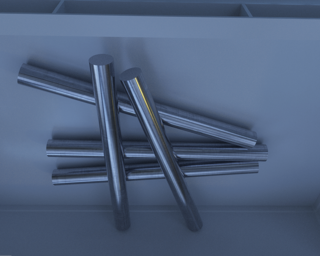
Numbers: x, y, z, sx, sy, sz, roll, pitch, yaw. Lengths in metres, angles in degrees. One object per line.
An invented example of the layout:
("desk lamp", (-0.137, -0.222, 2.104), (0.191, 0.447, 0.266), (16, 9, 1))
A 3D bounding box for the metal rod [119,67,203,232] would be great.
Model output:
("metal rod", (0.014, 0.051, 0.418), (0.025, 0.025, 0.299), (-14, 129, 11))

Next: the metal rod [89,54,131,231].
("metal rod", (-0.060, 0.044, 0.410), (0.025, 0.025, 0.298), (0, 130, -1))

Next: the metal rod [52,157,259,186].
("metal rod", (-0.008, 0.064, 0.462), (0.302, 0.025, 0.025), (-4, 130, 2))

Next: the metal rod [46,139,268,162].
("metal rod", (-0.002, 0.031, 0.433), (0.302, 0.025, 0.025), (1, 130, -2))

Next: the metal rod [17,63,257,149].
("metal rod", (-0.016, -0.023, 0.387), (0.302, 0.025, 0.025), (15, 128, -14))
